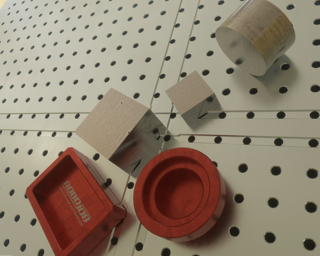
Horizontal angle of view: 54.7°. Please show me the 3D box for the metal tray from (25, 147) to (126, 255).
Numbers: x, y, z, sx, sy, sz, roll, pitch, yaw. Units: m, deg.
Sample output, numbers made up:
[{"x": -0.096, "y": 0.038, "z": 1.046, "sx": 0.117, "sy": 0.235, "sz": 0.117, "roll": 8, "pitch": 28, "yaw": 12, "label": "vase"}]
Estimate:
[{"x": -0.114, "y": 0.096, "z": 0.406, "sx": 0.090, "sy": 0.030, "sz": 0.130, "roll": -45, "pitch": 51, "yaw": -4, "label": "metal tray"}]

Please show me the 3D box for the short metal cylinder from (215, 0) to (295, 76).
[{"x": 0.115, "y": -0.110, "z": 0.380, "sx": 0.050, "sy": 0.080, "sz": 0.080, "roll": -46, "pitch": 51, "yaw": -3, "label": "short metal cylinder"}]

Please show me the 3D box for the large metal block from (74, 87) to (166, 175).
[{"x": -0.054, "y": 0.002, "z": 0.419, "sx": 0.080, "sy": 0.050, "sz": 0.080, "roll": 31, "pitch": 79, "yaw": 37, "label": "large metal block"}]

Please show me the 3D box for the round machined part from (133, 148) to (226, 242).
[{"x": 0.024, "y": 0.074, "z": 0.339, "sx": 0.098, "sy": 0.042, "sz": 0.098, "roll": -13, "pitch": 56, "yaw": 21, "label": "round machined part"}]

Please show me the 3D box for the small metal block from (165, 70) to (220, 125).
[{"x": 0.042, "y": -0.041, "z": 0.411, "sx": 0.050, "sy": 0.025, "sz": 0.050, "roll": -34, "pitch": 51, "yaw": 6, "label": "small metal block"}]
